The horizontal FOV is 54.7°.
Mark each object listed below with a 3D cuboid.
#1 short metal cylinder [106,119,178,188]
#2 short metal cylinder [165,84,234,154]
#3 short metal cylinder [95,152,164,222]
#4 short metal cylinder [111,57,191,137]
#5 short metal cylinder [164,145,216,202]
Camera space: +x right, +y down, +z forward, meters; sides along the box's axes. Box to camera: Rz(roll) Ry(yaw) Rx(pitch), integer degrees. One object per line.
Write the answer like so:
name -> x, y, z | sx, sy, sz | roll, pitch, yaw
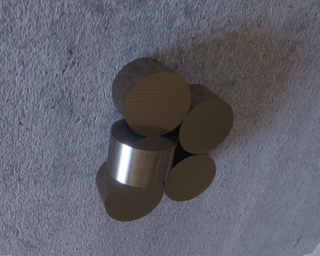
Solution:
short metal cylinder -> -0.022, 0.027, 0.377 | 0.081, 0.080, 0.050 | -3, 120, -27
short metal cylinder -> 0.049, -0.012, 0.411 | 0.081, 0.050, 0.079 | -14, 125, -21
short metal cylinder -> -0.041, 0.078, 0.418 | 0.081, 0.050, 0.079 | -13, 124, -20
short metal cylinder -> -0.011, -0.036, 0.363 | 0.081, 0.050, 0.079 | -13, 124, -20
short metal cylinder -> 0.032, 0.058, 0.445 | 0.081, 0.050, 0.079 | -13, 124, -20
